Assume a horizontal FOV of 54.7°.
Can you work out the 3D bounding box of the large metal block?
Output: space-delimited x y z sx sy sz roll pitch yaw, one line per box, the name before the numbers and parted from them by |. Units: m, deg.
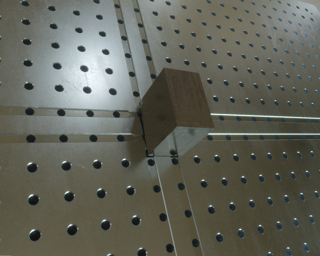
large metal block | 0.017 -0.017 0.393 0.050 0.080 0.080 3 60 -27
